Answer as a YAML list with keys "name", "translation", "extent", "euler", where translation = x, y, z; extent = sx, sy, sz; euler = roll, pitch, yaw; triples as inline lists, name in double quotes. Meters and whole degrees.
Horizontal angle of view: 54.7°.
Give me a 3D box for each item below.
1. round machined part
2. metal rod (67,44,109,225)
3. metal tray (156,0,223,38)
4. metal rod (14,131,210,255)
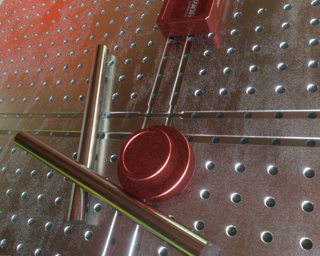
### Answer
- name: "round machined part"
  translation: [-0.010, 0.038, 0.378]
  extent: [0.098, 0.042, 0.098]
  euler: [-13, 56, 20]
- name: "metal rod"
  translation: [-0.103, -0.010, 0.466]
  extent: [0.025, 0.025, 0.299]
  euler: [-13, 56, 21]
- name: "metal tray"
  translation: [0.055, -0.210, 0.503]
  extent: [0.090, 0.030, 0.130]
  euler: [4, 63, 29]
- name: "metal rod"
  translation: [-0.078, 0.070, 0.378]
  extent: [0.300, 0.025, 0.025]
  euler: [24, 75, 28]
